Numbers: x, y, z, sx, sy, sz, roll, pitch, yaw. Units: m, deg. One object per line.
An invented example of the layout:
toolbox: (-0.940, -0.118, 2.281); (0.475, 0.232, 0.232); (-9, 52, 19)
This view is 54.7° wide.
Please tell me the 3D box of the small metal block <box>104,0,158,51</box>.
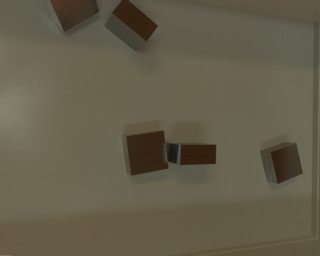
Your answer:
small metal block: (-0.037, -0.127, 0.384); (0.050, 0.050, 0.025); (37, 78, -17)

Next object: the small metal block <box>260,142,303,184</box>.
small metal block: (0.189, 0.053, 0.483); (0.050, 0.025, 0.050); (-17, 96, -20)

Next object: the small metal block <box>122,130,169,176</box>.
small metal block: (-0.020, 0.031, 0.404); (0.050, 0.025, 0.050); (-8, 93, -20)

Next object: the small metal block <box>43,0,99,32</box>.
small metal block: (-0.104, -0.148, 0.357); (0.050, 0.050, 0.025); (-37, 62, -16)

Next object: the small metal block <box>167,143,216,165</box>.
small metal block: (0.040, 0.033, 0.413); (0.050, 0.050, 0.025); (1, 90, -20)
